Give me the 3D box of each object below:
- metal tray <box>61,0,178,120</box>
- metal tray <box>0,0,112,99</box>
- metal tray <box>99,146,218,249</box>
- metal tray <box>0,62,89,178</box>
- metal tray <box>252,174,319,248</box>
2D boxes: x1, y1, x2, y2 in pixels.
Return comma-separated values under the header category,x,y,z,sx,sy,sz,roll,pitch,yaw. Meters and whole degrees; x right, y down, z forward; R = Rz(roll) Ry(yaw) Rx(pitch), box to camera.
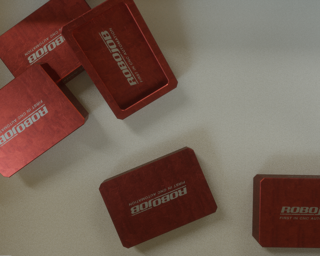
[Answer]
category,x,y,z,sx,sy,sz,roll,pitch,yaw
metal tray,-0.047,-0.087,0.385,0.090,0.030,0.130,-32,110,-2
metal tray,-0.137,-0.109,0.407,0.130,0.030,0.090,-36,91,0
metal tray,-0.002,0.089,0.409,0.131,0.030,0.090,-23,90,-1
metal tray,-0.169,-0.009,0.388,0.130,0.030,0.090,-35,105,7
metal tray,0.193,0.109,0.412,0.131,0.030,0.089,1,90,-1
